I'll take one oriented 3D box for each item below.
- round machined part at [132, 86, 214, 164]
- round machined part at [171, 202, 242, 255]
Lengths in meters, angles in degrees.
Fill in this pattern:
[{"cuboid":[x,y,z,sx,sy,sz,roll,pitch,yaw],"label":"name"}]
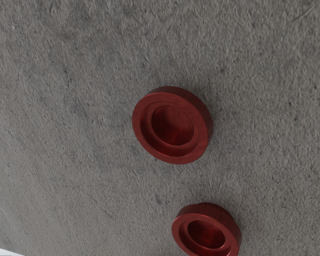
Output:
[{"cuboid":[0.019,-0.007,0.382,0.098,0.042,0.097,13,124,21],"label":"round machined part"},{"cuboid":[0.070,0.148,0.450,0.098,0.042,0.097,13,124,21],"label":"round machined part"}]
